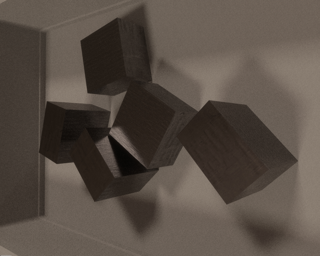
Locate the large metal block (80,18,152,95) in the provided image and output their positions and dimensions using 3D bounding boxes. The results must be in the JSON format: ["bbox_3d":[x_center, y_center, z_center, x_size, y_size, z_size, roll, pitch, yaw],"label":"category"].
[{"bbox_3d":[-0.063,-0.097,0.440,0.080,0.050,0.080,-15,80,38],"label":"large metal block"}]

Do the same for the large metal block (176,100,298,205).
[{"bbox_3d":[0.077,0.021,0.306,0.050,0.081,0.080,-50,61,28],"label":"large metal block"}]

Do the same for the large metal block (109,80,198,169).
[{"bbox_3d":[-0.009,-0.006,0.396,0.080,0.050,0.079,39,113,33],"label":"large metal block"}]

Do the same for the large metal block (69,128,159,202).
[{"bbox_3d":[-0.062,0.045,0.420,0.050,0.081,0.080,-50,61,28],"label":"large metal block"}]

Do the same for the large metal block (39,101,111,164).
[{"bbox_3d":[-0.130,0.006,0.475,0.050,0.081,0.079,21,103,38],"label":"large metal block"}]
